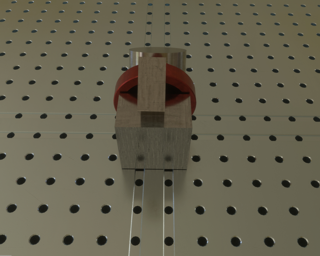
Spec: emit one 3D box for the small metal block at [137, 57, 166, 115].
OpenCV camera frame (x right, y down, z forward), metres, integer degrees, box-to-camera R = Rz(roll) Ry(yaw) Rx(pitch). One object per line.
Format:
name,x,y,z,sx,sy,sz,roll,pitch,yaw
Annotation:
small metal block,-0.007,-0.039,0.306,0.025,0.050,0.050,1,88,0

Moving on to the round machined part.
round machined part,-0.006,-0.043,0.383,0.099,0.097,0.042,1,50,0

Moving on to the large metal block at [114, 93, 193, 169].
large metal block,-0.007,0.006,0.366,0.081,0.080,0.050,1,50,0

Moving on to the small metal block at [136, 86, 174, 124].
small metal block,-0.006,-0.033,0.434,0.050,0.025,0.050,1,50,0

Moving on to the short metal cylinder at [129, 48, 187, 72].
short metal cylinder,-0.003,-0.086,0.442,0.081,0.050,0.080,1,20,0
